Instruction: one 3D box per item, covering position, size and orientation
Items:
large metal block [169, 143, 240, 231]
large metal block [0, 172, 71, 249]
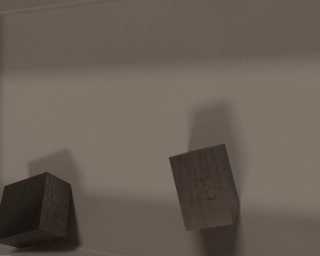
[{"bbox_3d":[0.055,0.064,0.361,0.050,0.080,0.080,-15,85,19],"label":"large metal block"},{"bbox_3d":[-0.180,0.118,0.441,0.080,0.050,0.080,-19,53,18],"label":"large metal block"}]
